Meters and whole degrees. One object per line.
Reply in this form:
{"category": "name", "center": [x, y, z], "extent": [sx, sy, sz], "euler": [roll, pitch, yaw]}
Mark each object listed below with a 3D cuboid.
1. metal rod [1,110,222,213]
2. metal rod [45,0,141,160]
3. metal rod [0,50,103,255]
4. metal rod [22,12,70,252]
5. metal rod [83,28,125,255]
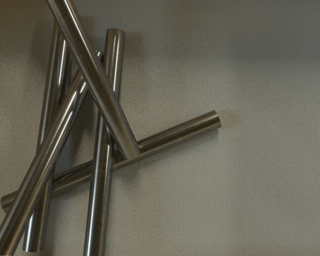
{"category": "metal rod", "center": [-0.063, 0.045, 0.410], "extent": [0.301, 0.025, 0.025], "euler": [-22, 90, -1]}
{"category": "metal rod", "center": [-0.088, -0.095, 0.330], "extent": [0.025, 0.025, 0.299], "euler": [-22, 113, 0]}
{"category": "metal rod", "center": [-0.133, 0.036, 0.361], "extent": [0.025, 0.025, 0.299], "euler": [20, 70, 0]}
{"category": "metal rod", "center": [-0.139, -0.001, 0.392], "extent": [0.025, 0.025, 0.298], "euler": [5, 83, -1]}
{"category": "metal rod", "center": [-0.069, 0.020, 0.388], "extent": [0.025, 0.025, 0.298], "euler": [4, 81, -1]}
